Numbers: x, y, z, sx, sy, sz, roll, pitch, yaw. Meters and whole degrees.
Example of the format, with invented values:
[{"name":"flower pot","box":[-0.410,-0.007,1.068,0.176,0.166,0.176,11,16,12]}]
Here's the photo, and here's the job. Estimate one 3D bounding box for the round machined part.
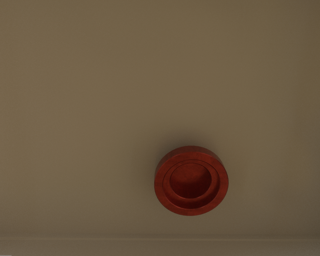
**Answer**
[{"name":"round machined part","box":[0.042,0.069,0.428,0.099,0.042,0.097,0,110,-1]}]
